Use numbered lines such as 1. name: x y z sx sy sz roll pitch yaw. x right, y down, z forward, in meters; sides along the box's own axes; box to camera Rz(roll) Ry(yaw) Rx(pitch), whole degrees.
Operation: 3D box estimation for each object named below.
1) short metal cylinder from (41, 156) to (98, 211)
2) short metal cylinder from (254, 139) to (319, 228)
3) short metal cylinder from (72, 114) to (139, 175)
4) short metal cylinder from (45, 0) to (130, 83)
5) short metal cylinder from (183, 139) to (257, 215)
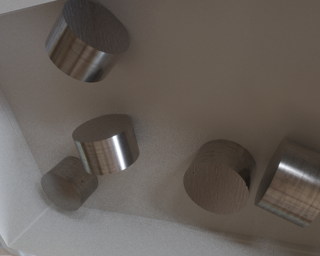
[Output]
1. short metal cylinder: -0.155 0.096 0.534 0.080 0.050 0.079 13 124 21
2. short metal cylinder: 0.143 0.058 0.334 0.050 0.080 0.079 24 127 13
3. short metal cylinder: -0.073 0.021 0.424 0.080 0.080 0.050 2 119 27
4. short metal cylinder: -0.082 -0.099 0.355 0.080 0.080 0.050 45 129 -4
5. short metal cylinder: 0.076 0.061 0.390 0.080 0.050 0.079 13 124 21
